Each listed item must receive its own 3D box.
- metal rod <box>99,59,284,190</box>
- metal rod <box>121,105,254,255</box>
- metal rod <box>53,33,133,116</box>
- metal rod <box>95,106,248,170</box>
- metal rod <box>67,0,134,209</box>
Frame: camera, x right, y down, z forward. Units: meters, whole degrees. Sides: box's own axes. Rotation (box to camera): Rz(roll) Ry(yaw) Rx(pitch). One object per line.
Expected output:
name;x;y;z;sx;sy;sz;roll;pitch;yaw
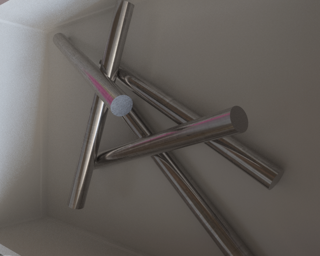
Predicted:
metal rod;0.017;-0.024;0.392;0.300;0.025;0.025;37;113;33
metal rod;0.027;0.067;0.384;0.300;0.025;0.025;51;120;28
metal rod;-0.110;-0.091;0.443;0.300;0.025;0.025;44;118;50
metal rod;-0.021;0.024;0.388;0.299;0.025;0.025;-19;78;49
metal rod;-0.086;-0.027;0.440;0.025;0.025;0.298;22;101;38
